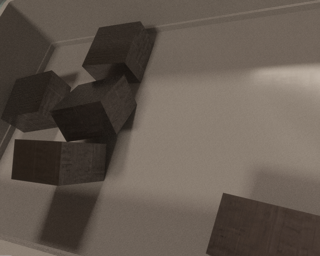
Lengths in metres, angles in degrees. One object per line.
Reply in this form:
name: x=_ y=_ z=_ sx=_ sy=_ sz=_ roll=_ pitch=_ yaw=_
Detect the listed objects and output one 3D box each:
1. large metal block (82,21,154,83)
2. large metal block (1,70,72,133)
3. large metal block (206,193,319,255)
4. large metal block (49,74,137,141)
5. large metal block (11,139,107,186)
large metal block: x=-0.065 y=-0.118 z=0.494 sx=0.080 sy=0.050 sz=0.080 roll=2 pitch=63 yaw=29
large metal block: x=-0.206 y=-0.043 z=0.522 sx=0.080 sy=0.050 sz=0.080 roll=-8 pitch=58 yaw=23
large metal block: x=0.095 y=0.099 z=0.260 sx=0.080 sy=0.080 sz=0.050 roll=8 pitch=66 yaw=31
large metal block: x=-0.089 y=-0.028 z=0.432 sx=0.080 sy=0.050 sz=0.080 roll=-9 pitch=30 yaw=23
large metal block: x=-0.128 y=0.043 z=0.401 sx=0.080 sy=0.080 sz=0.050 roll=1 pitch=86 yaw=28
